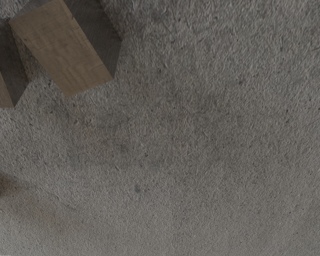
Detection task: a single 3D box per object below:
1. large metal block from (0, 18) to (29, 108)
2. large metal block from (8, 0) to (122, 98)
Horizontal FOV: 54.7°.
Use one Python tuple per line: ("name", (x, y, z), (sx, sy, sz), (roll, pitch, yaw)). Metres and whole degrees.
("large metal block", (-0.199, -0.068, 0.331), (0.081, 0.050, 0.079), (0, 130, 0))
("large metal block", (-0.081, -0.090, 0.294), (0.050, 0.080, 0.080), (-19, 128, 15))
